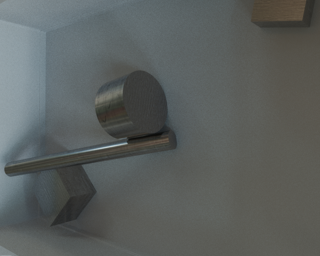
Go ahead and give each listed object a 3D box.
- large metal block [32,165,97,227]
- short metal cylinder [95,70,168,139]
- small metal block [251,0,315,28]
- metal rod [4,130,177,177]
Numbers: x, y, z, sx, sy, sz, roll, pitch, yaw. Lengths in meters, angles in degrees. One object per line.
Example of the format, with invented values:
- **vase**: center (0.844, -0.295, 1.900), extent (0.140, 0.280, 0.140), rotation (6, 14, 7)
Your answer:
- **large metal block**: center (-0.163, 0.104, 0.522), extent (0.080, 0.050, 0.080), rotation (-52, 60, 27)
- **short metal cylinder**: center (-0.035, -0.028, 0.398), extent (0.050, 0.081, 0.080), rotation (-13, 82, 39)
- **small metal block**: center (0.123, -0.127, 0.305), extent (0.050, 0.025, 0.050), rotation (14, 99, 38)
- **metal rod**: center (-0.117, 0.042, 0.456), extent (0.300, 0.025, 0.025), rotation (-12, 83, 25)
